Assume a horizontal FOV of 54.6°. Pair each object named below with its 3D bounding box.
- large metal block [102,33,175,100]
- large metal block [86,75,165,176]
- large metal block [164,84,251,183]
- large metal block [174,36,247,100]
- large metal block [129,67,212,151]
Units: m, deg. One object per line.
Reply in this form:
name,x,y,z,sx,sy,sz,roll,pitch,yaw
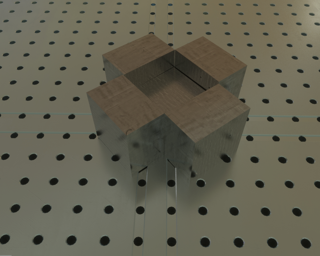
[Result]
large metal block,-0.027,-0.073,0.434,0.080,0.080,0.050,-31,57,-24
large metal block,-0.039,-0.003,0.374,0.050,0.080,0.080,-32,57,-24
large metal block,0.053,0.007,0.368,0.080,0.080,0.050,-30,56,-23
large metal block,0.064,-0.065,0.428,0.050,0.080,0.080,-31,57,-24
large metal block,0.014,-0.025,0.411,0.080,0.050,0.080,-32,56,-22
